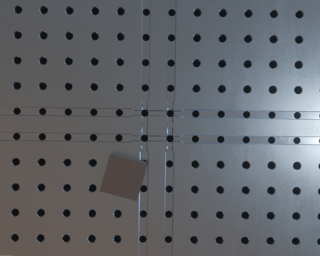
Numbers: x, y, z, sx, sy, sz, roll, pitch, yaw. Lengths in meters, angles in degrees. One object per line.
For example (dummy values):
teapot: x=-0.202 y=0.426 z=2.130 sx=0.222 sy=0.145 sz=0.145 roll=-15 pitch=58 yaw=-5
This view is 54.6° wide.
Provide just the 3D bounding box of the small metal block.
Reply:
small metal block: x=-0.047 y=0.064 z=0.413 sx=0.050 sy=0.025 sz=0.050 roll=15 pitch=90 yaw=0
